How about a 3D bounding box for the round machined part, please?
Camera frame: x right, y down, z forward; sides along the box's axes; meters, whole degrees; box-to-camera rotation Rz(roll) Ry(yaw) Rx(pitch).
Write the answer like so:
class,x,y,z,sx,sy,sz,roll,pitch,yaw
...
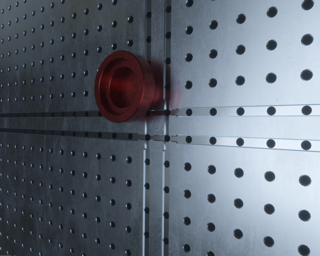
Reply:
class,x,y,z,sx,sy,sz,roll,pitch,yaw
round machined part,-0.044,-0.056,0.432,0.098,0.042,0.097,0,90,39
